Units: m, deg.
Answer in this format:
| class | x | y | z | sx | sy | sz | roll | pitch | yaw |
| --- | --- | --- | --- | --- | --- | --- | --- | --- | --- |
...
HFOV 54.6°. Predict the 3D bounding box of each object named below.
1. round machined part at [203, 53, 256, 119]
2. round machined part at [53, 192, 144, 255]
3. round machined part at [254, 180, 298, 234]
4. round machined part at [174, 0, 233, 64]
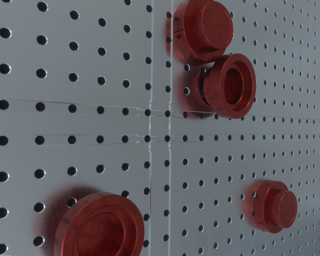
| class | x | y | z | sx | sy | sz | roll | pitch | yaw |
| --- | --- | --- | --- | --- | --- | --- | --- | --- | --- |
| round machined part | 0.105 | -0.064 | 0.480 | 0.099 | 0.042 | 0.097 | -6 | 99 | -43 |
| round machined part | -0.069 | 0.119 | 0.340 | 0.099 | 0.042 | 0.097 | 0 | 90 | -40 |
| round machined part | 0.222 | 0.149 | 0.583 | 0.099 | 0.042 | 0.097 | 0 | 90 | -40 |
| round machined part | 0.070 | -0.145 | 0.455 | 0.099 | 0.042 | 0.097 | 0 | 90 | -40 |
